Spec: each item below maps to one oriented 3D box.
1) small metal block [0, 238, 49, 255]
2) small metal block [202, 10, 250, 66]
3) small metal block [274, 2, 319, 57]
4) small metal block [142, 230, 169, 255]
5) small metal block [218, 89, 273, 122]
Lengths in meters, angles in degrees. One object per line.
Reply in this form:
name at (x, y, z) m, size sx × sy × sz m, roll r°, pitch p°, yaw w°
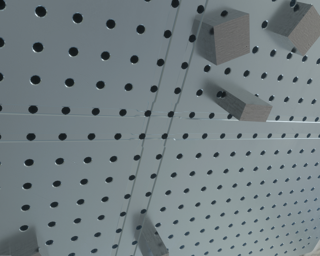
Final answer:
small metal block at (-0.183, 0.186, 0.426) m, size 0.050 × 0.025 × 0.050 m, roll -22°, pitch 127°, yaw -15°
small metal block at (0.083, -0.113, 0.386) m, size 0.050 × 0.025 × 0.050 m, roll -23°, pitch 127°, yaw -14°
small metal block at (0.197, -0.137, 0.433) m, size 0.050 × 0.025 × 0.050 m, roll 29°, pitch 103°, yaw -38°
small metal block at (-0.009, 0.210, 0.519) m, size 0.025 × 0.050 × 0.050 m, roll -10°, pitch 123°, yaw -23°
small metal block at (0.121, -0.032, 0.440) m, size 0.050 × 0.050 × 0.025 m, roll 2°, pitch 118°, yaw -29°
